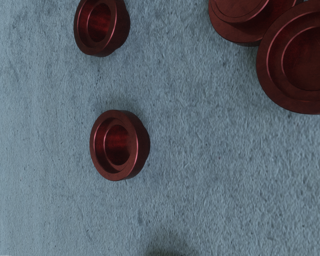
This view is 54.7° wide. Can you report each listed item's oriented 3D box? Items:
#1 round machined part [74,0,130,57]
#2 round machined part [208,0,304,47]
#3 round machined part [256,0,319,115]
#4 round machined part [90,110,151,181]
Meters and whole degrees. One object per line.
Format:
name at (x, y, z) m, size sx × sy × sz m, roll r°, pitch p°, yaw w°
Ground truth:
round machined part at (-0.083, -0.154, 0.462) m, size 0.098 × 0.042 × 0.097 m, roll 0°, pitch 90°, yaw 40°
round machined part at (0.092, -0.137, 0.318) m, size 0.098 × 0.042 × 0.097 m, roll 0°, pitch 90°, yaw 40°
round machined part at (0.142, -0.060, 0.277) m, size 0.098 × 0.042 × 0.097 m, roll 0°, pitch 90°, yaw 40°
round machined part at (-0.052, 0.024, 0.437) m, size 0.098 × 0.042 × 0.097 m, roll 0°, pitch 90°, yaw 40°
